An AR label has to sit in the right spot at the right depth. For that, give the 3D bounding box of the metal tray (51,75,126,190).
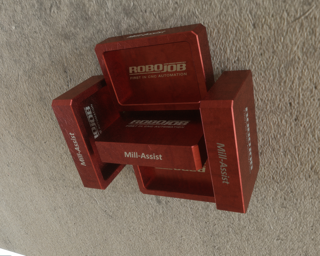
[{"bbox_3d":[-0.082,0.005,0.413,0.030,0.090,0.129,1,119,27],"label":"metal tray"}]

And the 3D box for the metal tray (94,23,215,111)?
[{"bbox_3d":[-0.005,-0.067,0.367,0.130,0.030,0.089,0,122,28],"label":"metal tray"}]

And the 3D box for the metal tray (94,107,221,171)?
[{"bbox_3d":[0.000,0.008,0.373,0.130,0.090,0.030,1,120,27],"label":"metal tray"}]

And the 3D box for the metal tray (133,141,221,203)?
[{"bbox_3d":[0.025,0.053,0.426,0.130,0.030,0.089,1,118,27],"label":"metal tray"}]

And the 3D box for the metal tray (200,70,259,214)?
[{"bbox_3d":[0.080,0.013,0.332,0.030,0.090,0.129,1,119,28],"label":"metal tray"}]
